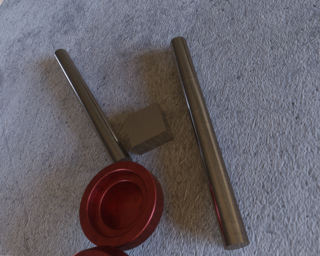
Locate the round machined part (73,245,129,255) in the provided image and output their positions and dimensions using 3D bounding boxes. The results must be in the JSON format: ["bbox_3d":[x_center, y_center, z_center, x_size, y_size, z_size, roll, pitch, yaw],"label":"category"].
[{"bbox_3d":[-0.052,0.167,0.305,0.098,0.042,0.098,-5,79,27],"label":"round machined part"}]

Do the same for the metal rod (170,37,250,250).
[{"bbox_3d":[0.051,-0.008,0.381,0.025,0.025,0.299,-22,54,15],"label":"metal rod"}]

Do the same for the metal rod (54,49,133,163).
[{"bbox_3d":[-0.117,-0.046,0.493,0.025,0.025,0.300,-39,51,2],"label":"metal rod"}]

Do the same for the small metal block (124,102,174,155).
[{"bbox_3d":[-0.015,0.001,0.411,0.050,0.025,0.050,-27,52,11],"label":"small metal block"}]

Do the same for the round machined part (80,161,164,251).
[{"bbox_3d":[-0.040,0.091,0.358,0.098,0.042,0.098,-13,56,21],"label":"round machined part"}]
